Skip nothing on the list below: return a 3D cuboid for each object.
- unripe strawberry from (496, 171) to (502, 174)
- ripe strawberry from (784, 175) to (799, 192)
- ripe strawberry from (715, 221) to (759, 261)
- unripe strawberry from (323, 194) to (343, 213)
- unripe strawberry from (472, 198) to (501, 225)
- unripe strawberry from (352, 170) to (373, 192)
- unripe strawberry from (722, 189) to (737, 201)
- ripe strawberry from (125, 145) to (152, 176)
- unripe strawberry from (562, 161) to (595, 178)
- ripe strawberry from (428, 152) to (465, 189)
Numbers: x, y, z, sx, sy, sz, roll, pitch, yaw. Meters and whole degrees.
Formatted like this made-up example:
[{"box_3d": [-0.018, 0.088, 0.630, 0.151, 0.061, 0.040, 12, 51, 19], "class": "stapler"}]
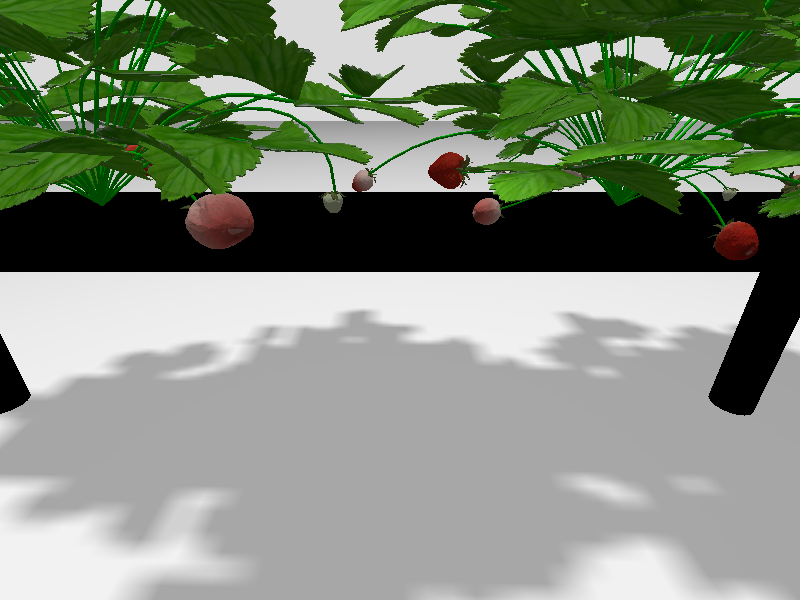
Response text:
[{"box_3d": [0.122, -0.156, 0.490, 0.010, 0.011, 0.011, -10, -20, -21], "class": "unripe strawberry"}, {"box_3d": [0.359, -0.099, 0.349, 0.032, 0.027, 0.032, 0, 26, -3], "class": "ripe strawberry"}, {"box_3d": [0.183, -0.031, 0.217, 0.018, 0.021, 0.020, 1, 39, 2], "class": "ripe strawberry"}, {"box_3d": [-0.051, -0.073, 0.304, 0.016, 0.015, 0.014, 5, 26, 11], "class": "unripe strawberry"}, {"box_3d": [0.062, -0.064, 0.289, 0.020, 0.020, 0.019, -12, 28, -23], "class": "unripe strawberry"}, {"box_3d": [-0.038, -0.118, 0.401, 0.023, 0.020, 0.023, -33, 12, 27], "class": "unripe strawberry"}, {"box_3d": [0.306, -0.098, 0.373, 0.011, 0.011, 0.010, -6, 26, -12], "class": "unripe strawberry"}, {"box_3d": [-0.328, -0.178, 0.507, 0.039, 0.041, 0.042, -9, 26, -18], "class": "ripe strawberry"}, {"box_3d": [0.192, -0.143, 0.438, 0.035, 0.030, 0.035, 0, 25, 1], "class": "unripe strawberry"}, {"box_3d": [0.048, -0.133, 0.412, 0.037, 0.036, 0.040, 13, 28, 26], "class": "ripe strawberry"}]
